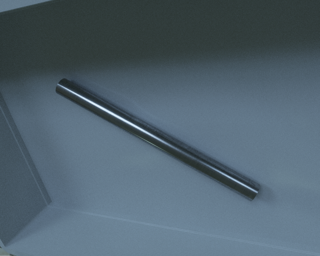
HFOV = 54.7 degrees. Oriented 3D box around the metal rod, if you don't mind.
[{"bbox_3d":[-0.010,0.011,0.417,0.301,0.025,0.025,29,128,9],"label":"metal rod"}]
